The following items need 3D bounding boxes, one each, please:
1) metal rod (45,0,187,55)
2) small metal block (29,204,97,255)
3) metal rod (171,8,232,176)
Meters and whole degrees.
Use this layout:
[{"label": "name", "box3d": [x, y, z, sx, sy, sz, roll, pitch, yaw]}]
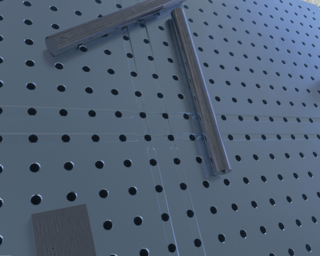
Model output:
[{"label": "metal rod", "box3d": [-0.047, -0.179, 0.491, 0.025, 0.025, 0.302, 47, 51, 5]}, {"label": "small metal block", "box3d": [-0.093, 0.104, 0.294, 0.050, 0.025, 0.050, -4, 64, -30]}, {"label": "metal rod", "box3d": [0.058, -0.072, 0.482, 0.025, 0.025, 0.299, 3, 60, -27]}]
